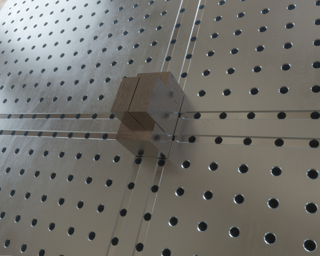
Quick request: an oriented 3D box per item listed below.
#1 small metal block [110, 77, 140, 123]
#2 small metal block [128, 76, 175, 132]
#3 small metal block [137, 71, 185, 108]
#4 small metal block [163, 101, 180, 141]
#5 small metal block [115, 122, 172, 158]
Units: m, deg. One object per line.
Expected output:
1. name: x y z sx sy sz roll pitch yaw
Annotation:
1. small metal block: -0.032 -0.030 0.396 0.025 0.050 0.050 2 63 29
2. small metal block: -0.009 -0.029 0.383 0.025 0.050 0.050 1 62 30
3. small metal block: -0.001 -0.051 0.424 0.050 0.050 0.025 2 63 29
4. small metal block: -0.005 -0.012 0.419 0.050 0.025 0.050 1 62 30
5. small metal block: -0.020 0.015 0.394 0.050 0.050 0.025 2 62 29
